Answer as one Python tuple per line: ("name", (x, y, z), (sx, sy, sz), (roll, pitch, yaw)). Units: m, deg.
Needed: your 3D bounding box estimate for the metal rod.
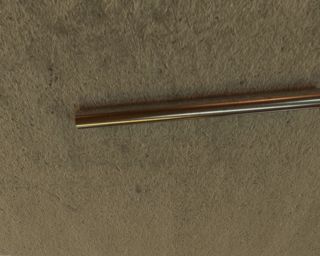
("metal rod", (0.046, -0.024, 0.387), (0.301, 0.025, 0.025), (-5, 130, 4))
